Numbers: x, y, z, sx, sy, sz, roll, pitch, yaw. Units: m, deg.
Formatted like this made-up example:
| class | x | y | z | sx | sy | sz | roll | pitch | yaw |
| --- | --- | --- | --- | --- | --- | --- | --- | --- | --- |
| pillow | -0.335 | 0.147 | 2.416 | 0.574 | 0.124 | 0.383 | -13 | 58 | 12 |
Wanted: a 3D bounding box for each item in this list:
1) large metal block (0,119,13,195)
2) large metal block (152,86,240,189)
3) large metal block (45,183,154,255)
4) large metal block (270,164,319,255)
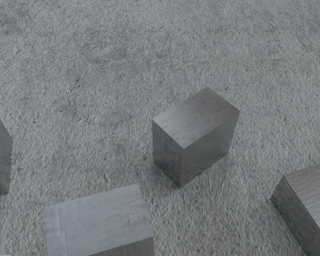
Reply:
| class | x | y | z | sx | sy | sz | roll | pitch | yaw |
| --- | --- | --- | --- | --- | --- | --- | --- | --- | --- |
| large metal block | -0.207 | 0.024 | 0.346 | 0.050 | 0.080 | 0.080 | -11 | 51 | -9 |
| large metal block | 0.039 | 0.012 | 0.358 | 0.081 | 0.080 | 0.050 | -32 | 57 | -24 |
| large metal block | -0.051 | 0.101 | 0.282 | 0.081 | 0.080 | 0.050 | -13 | 51 | -11 |
| large metal block | 0.176 | 0.083 | 0.318 | 0.081 | 0.050 | 0.080 | -15 | 52 | -12 |
